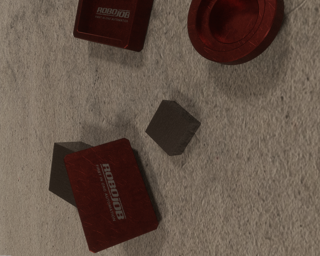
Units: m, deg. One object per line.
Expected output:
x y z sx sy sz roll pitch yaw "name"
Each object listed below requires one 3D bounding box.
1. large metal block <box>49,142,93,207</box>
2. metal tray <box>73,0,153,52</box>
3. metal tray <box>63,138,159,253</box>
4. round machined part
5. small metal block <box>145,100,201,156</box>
-0.128 0.070 0.491 0.080 0.050 0.079 15 100 38 "large metal block"
-0.073 -0.169 0.458 0.130 0.030 0.089 22 104 37 "metal tray"
-0.066 0.087 0.415 0.030 0.091 0.130 115 136 -67 "metal tray"
0.081 -0.115 0.326 0.098 0.042 0.097 0 90 39 "round machined part"
0.015 0.000 0.391 0.050 0.025 0.050 44 116 31 "small metal block"
